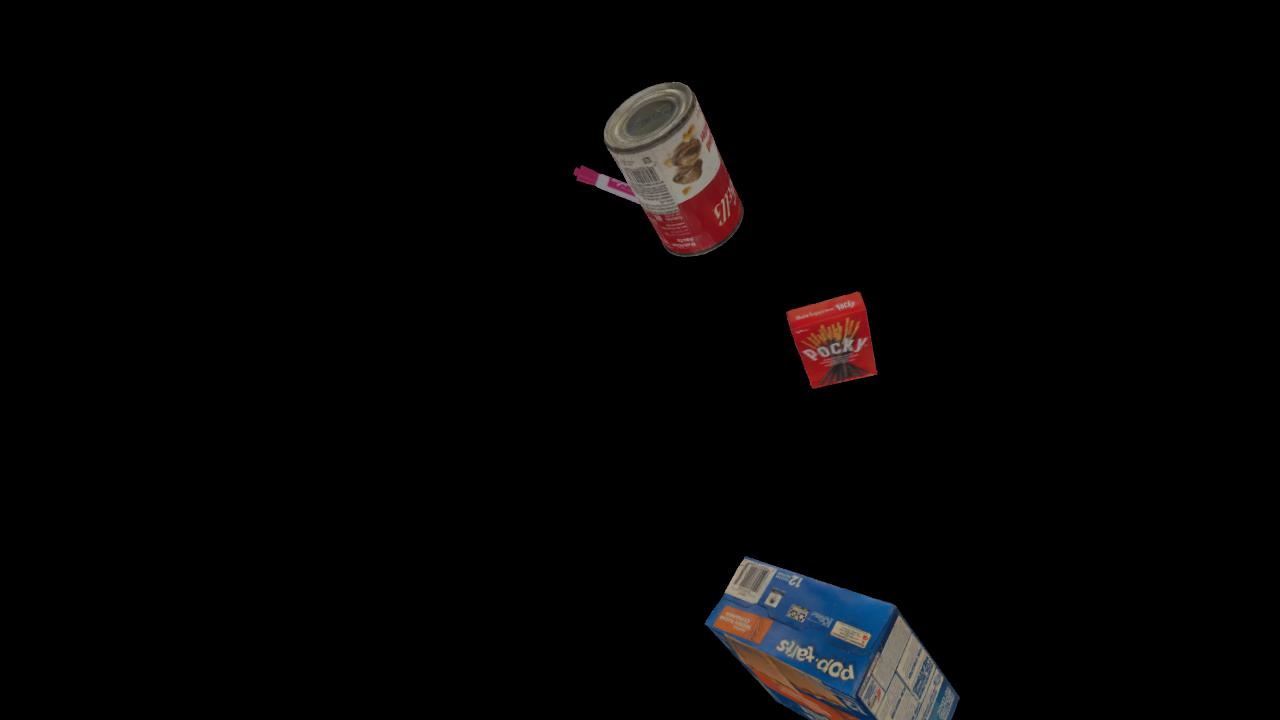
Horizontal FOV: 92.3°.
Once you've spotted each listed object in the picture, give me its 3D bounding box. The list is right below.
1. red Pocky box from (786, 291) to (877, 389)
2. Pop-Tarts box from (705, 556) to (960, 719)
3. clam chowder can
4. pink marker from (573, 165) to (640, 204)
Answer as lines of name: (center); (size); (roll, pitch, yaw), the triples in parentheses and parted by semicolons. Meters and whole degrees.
red Pocky box: (0.227, -0.017, 0.720); (0.083, 0.028, 0.155); (-14, -34, 18)
Pop-Tarts box: (0.168, 0.270, 0.554); (0.083, 0.141, 0.167); (-49, 25, -25)
clam chowder can: (0.025, -0.132, 0.435); (0.068, 0.068, 0.102); (0, -33, 31)
pink marker: (-0.022, -0.206, 0.743); (0.121, 0.020, 0.020); (18, -4, -13)
